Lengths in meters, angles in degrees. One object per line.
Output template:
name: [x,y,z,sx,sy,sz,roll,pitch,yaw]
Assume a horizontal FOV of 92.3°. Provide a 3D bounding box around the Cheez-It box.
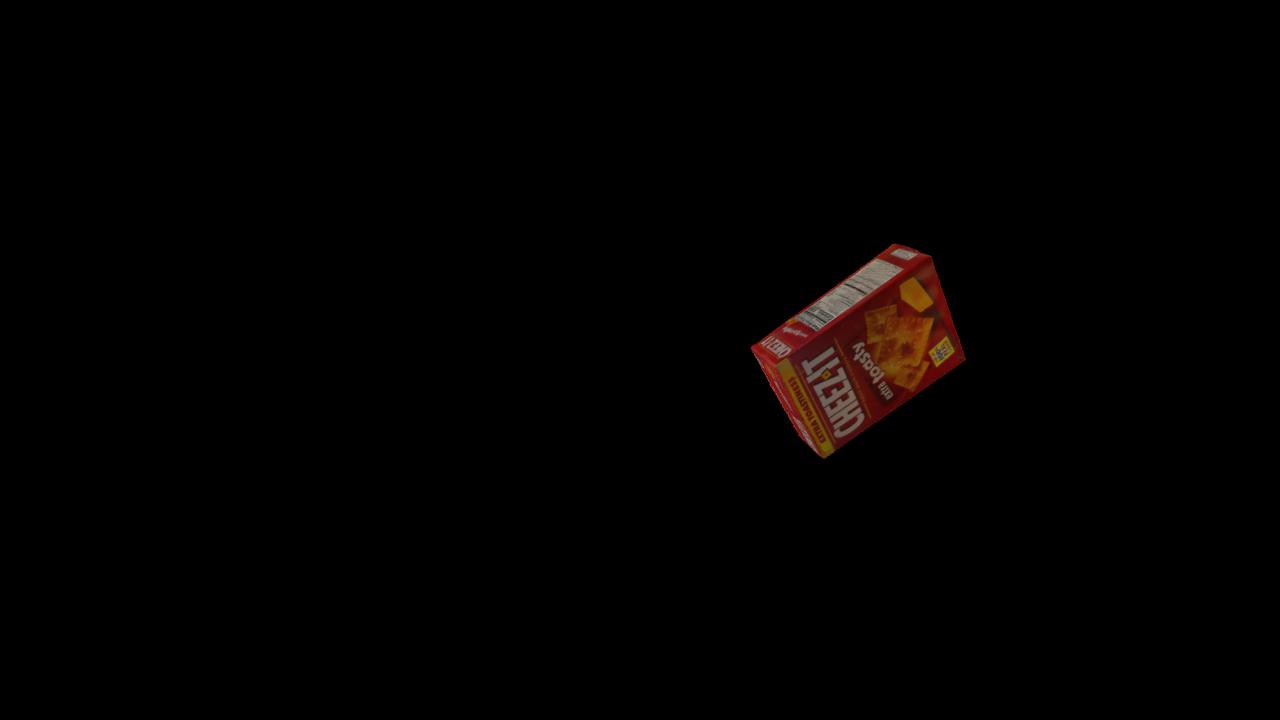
Cheez-It box: [0.267,-0.009,0.749,0.223,0.166,0.071,-35,28,-1]
